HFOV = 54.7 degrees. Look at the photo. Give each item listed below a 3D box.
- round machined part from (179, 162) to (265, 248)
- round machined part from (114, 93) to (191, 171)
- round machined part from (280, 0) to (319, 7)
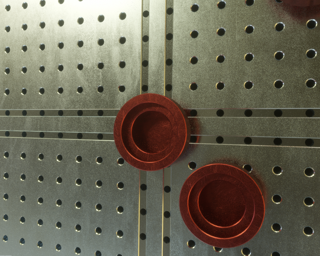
[{"bbox_3d":[0.076,0.090,0.376,0.098,0.042,0.097,0,90,19],"label":"round machined part"},{"bbox_3d":[-0.007,0.005,0.405,0.098,0.042,0.097,0,90,19],"label":"round machined part"},{"bbox_3d":[0.167,-0.184,0.345,0.098,0.042,0.097,0,90,19],"label":"round machined part"}]
